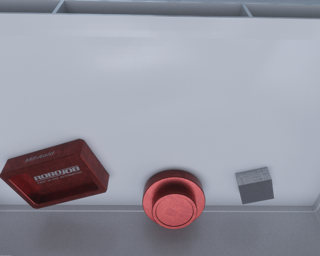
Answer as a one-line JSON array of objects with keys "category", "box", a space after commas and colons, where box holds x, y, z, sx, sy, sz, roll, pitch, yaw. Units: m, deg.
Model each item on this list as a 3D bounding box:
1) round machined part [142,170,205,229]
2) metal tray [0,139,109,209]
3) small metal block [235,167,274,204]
[{"category": "round machined part", "box": [0.022, 0.118, 0.482, 0.099, 0.042, 0.097, 0, 114, -1]}, {"category": "metal tray", "box": [-0.155, 0.072, 0.464, 0.130, 0.030, 0.090, -16, 129, 12]}, {"category": "small metal block", "box": [0.150, 0.092, 0.490, 0.050, 0.025, 0.050, -14, 129, 11]}]
